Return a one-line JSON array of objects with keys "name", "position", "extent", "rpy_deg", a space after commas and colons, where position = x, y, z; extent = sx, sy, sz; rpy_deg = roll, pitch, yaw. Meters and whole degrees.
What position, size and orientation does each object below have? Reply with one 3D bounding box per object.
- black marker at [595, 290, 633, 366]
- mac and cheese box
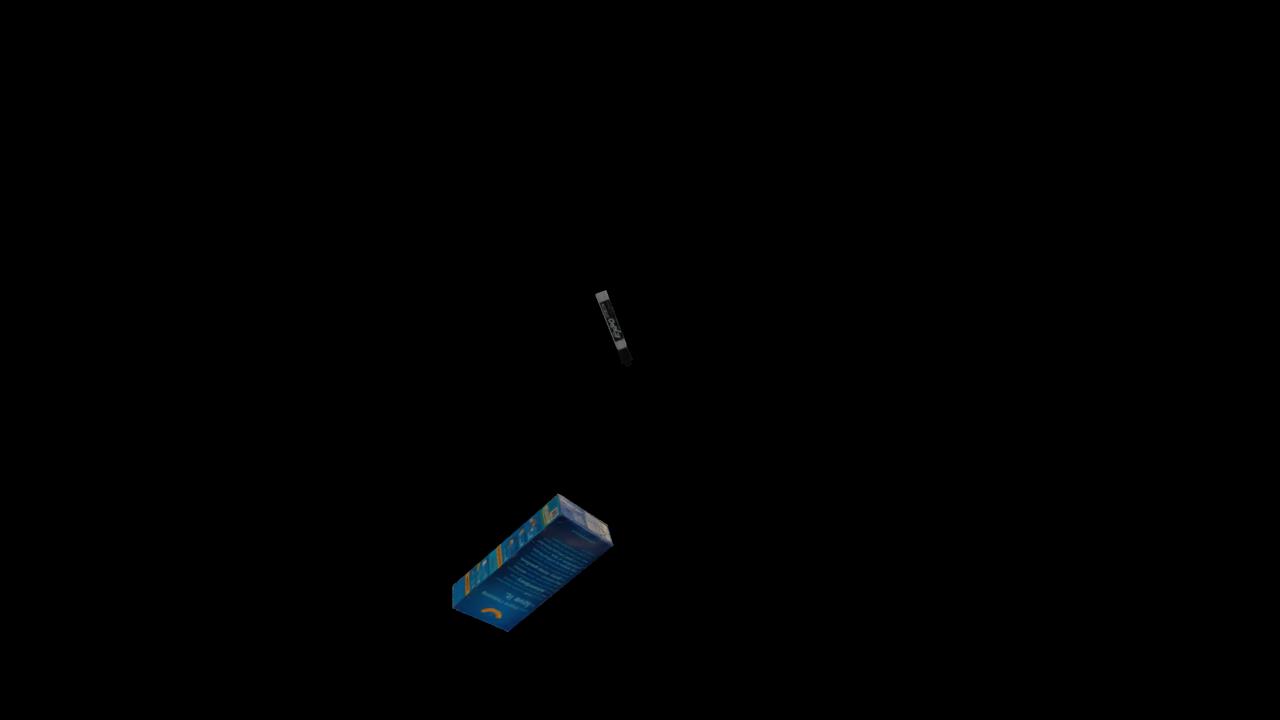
[{"name": "black marker", "position": [-0.039, -0.048, 0.945], "extent": [0.020, 0.121, 0.020], "rpy_deg": [-21, 5, 2]}, {"name": "mac and cheese box", "position": [-0.130, 0.247, 0.741], "extent": [0.093, 0.184, 0.041], "rpy_deg": [41, 13, -34]}]
